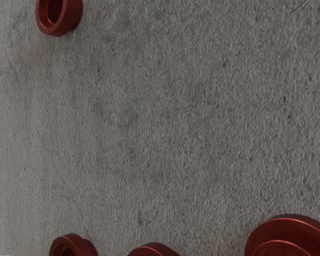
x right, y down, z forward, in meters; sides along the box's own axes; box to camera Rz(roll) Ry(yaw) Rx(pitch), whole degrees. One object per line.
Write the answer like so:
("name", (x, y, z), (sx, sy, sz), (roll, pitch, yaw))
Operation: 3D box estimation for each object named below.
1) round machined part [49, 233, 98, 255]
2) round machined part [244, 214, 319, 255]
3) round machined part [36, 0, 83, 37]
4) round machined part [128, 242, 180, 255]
("round machined part", (-0.137, 0.221, 0.507), (0.098, 0.042, 0.097), (0, 90, 40))
("round machined part", (0.125, 0.134, 0.291), (0.098, 0.042, 0.097), (0, 90, 40))
("round machined part", (-0.170, -0.206, 0.535), (0.098, 0.042, 0.097), (0, 90, 40))
("round machined part", (0.001, 0.195, 0.393), (0.098, 0.042, 0.097), (0, 90, 40))
